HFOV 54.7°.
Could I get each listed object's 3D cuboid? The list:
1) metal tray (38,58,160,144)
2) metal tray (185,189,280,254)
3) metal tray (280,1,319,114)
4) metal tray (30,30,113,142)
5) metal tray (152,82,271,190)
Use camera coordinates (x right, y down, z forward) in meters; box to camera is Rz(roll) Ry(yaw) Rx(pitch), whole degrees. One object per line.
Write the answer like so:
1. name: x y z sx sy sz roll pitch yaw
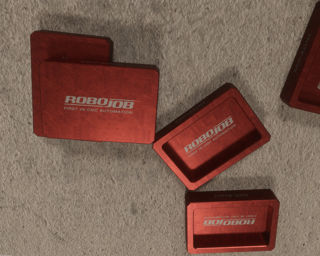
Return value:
1. metal tray: -0.069 -0.031 0.362 0.131 0.030 0.089 4 110 -2
2. metal tray: 0.104 0.139 0.459 0.131 0.030 0.089 -2 110 0
3. metal tray: 0.217 -0.081 0.380 0.091 0.030 0.129 13 110 -5
4. metal tray: -0.109 -0.050 0.387 0.091 0.030 0.129 6 110 -3
5. metal tray: 0.066 0.013 0.412 0.130 0.030 0.090 -36 107 12
